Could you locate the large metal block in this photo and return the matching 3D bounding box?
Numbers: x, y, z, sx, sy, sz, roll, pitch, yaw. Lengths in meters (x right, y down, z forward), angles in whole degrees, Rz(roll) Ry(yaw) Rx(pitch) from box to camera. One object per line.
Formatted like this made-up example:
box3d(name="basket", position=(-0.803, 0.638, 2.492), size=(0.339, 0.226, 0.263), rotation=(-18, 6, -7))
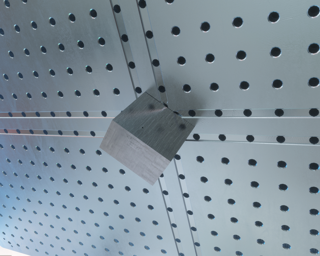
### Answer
box3d(name="large metal block", position=(-0.014, 0.011, 0.390), size=(0.080, 0.080, 0.050), rotation=(35, 129, 4))
